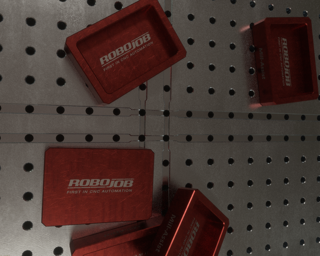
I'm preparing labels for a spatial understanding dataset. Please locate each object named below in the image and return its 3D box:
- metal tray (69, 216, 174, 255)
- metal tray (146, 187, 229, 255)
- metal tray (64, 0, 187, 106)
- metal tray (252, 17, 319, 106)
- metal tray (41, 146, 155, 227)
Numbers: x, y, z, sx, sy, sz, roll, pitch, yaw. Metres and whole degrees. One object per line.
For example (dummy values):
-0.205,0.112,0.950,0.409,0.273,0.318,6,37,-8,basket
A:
-0.041,0.175,0.396,0.131,0.030,0.089,-10,94,-20,metal tray
0.034,0.153,0.393,0.090,0.030,0.130,47,58,-30,metal tray
-0.041,-0.099,0.395,0.131,0.030,0.090,-35,102,-17,metal tray
0.197,-0.104,0.484,0.091,0.030,0.129,-8,93,-20,metal tray
-0.075,0.069,0.383,0.131,0.030,0.089,3,89,-21,metal tray
